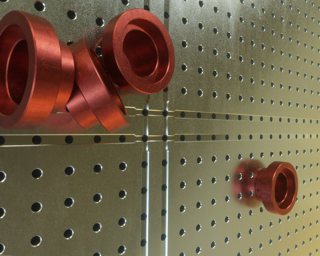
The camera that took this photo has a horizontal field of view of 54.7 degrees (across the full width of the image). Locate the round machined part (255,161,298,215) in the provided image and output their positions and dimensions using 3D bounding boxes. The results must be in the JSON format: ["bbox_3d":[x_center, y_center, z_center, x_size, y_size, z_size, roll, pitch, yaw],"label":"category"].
[{"bbox_3d":[0.217,0.111,0.584,0.099,0.042,0.097,0,90,-40],"label":"round machined part"}]

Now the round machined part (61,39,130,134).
[{"bbox_3d":[-0.071,-0.037,0.316,0.042,0.098,0.098,-27,111,1],"label":"round machined part"}]

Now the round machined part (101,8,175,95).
[{"bbox_3d":[-0.030,-0.087,0.370,0.099,0.042,0.097,4,85,-47],"label":"round machined part"}]

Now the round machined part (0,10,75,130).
[{"bbox_3d":[-0.111,-0.047,0.270,0.042,0.098,0.097,2,89,-48],"label":"round machined part"}]
